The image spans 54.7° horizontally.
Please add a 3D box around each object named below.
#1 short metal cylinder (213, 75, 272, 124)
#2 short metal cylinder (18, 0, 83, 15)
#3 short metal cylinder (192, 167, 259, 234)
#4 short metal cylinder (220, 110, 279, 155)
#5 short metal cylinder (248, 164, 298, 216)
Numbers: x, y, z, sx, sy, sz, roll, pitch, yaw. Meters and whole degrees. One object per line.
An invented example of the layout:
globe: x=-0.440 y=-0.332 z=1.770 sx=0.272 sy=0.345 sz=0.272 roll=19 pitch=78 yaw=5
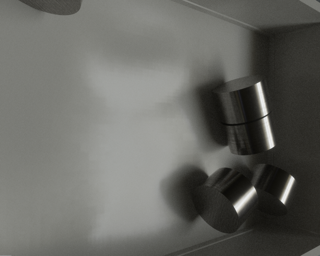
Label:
short metal cylinder: x=0.128 y=-0.045 z=0.481 sx=0.081 sy=0.080 sz=0.050 roll=-31 pitch=110 yaw=-36
short metal cylinder: x=-0.105 y=-0.149 z=0.283 sx=0.080 sy=0.080 sz=0.050 roll=22 pitch=76 yaw=-38
short metal cylinder: x=0.095 y=0.105 z=0.453 sx=0.050 sy=0.080 sz=0.080 roll=-32 pitch=110 yaw=-36
short metal cylinder: x=0.143 y=0.003 z=0.493 sx=0.081 sy=0.080 sz=0.050 roll=-31 pitch=110 yaw=-36
short metal cylinder: x=0.187 y=0.106 z=0.531 sx=0.080 sy=0.080 sz=0.050 roll=52 pitch=60 yaw=-28
